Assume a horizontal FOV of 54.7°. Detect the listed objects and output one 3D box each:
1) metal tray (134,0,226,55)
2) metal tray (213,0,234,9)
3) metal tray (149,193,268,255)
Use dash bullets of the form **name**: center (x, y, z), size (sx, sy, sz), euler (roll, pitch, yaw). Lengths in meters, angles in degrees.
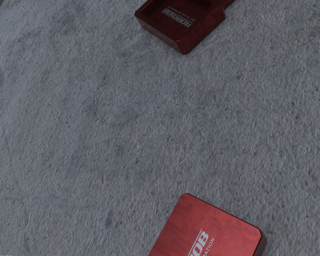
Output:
- **metal tray**: center (0.028, -0.181, 0.496), size (0.090, 0.030, 0.130), euler (-43, 51, -2)
- **metal tray**: center (0.113, -0.255, 0.497), size (0.130, 0.030, 0.090), euler (-42, 51, -1)
- **metal tray**: center (0.033, 0.140, 0.297), size (0.090, 0.030, 0.130), euler (20, 72, 35)
